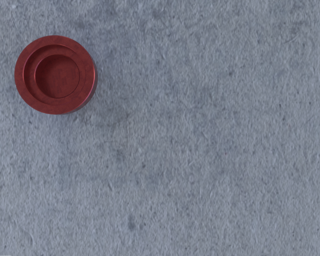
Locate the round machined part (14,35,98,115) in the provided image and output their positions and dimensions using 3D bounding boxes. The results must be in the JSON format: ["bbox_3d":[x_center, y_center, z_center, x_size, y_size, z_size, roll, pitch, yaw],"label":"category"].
[{"bbox_3d":[-0.129,-0.065,0.400,0.099,0.042,0.097,0,90,-1],"label":"round machined part"}]
